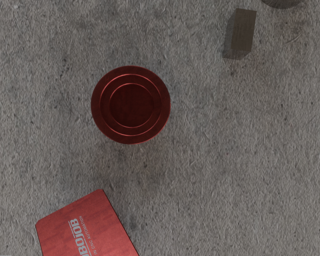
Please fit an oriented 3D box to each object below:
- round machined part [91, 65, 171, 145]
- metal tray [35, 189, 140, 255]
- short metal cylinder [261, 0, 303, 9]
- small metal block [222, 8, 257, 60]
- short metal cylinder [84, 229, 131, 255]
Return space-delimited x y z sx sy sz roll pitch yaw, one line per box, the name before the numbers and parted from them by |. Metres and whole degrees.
round machined part | -0.036 -0.028 0.401 0.099 0.042 0.097 0 90 0
metal tray | -0.081 0.138 0.352 0.091 0.130 0.030 -26 130 -16
short metal cylinder | 0.167 -0.202 0.399 0.081 0.050 0.080 0 90 0
small metal block | 0.101 -0.119 0.398 0.025 0.050 0.050 8 90 0
short metal cylinder | -0.071 0.169 0.382 0.050 0.080 0.080 15 90 0
